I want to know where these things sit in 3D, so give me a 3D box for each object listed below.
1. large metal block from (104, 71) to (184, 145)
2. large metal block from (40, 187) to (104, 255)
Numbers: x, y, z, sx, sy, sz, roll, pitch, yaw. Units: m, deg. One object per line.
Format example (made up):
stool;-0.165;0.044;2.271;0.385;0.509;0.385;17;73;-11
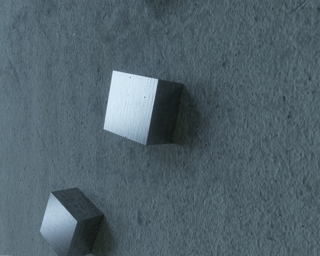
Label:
large metal block;-0.023;-0.028;0.408;0.080;0.050;0.079;18;101;38
large metal block;-0.147;0.157;0.510;0.080;0.050;0.079;32;110;35
